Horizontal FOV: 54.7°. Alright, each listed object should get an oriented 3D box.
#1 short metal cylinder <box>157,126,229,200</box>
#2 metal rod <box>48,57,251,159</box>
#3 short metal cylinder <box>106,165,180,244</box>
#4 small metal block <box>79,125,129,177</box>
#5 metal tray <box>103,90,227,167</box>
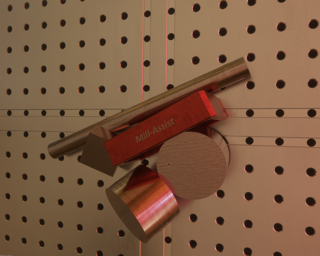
[{"bbox_3d":[0.042,0.040,0.375,0.080,0.050,0.079,2,99,15],"label":"short metal cylinder"},{"bbox_3d":[-0.027,-0.020,0.418,0.300,0.025,0.025,-22,83,18],"label":"metal rod"},{"bbox_3d":[-0.022,0.092,0.380,0.050,0.080,0.080,-35,75,-26],"label":"short metal cylinder"},{"bbox_3d":[-0.075,0.031,0.422,0.050,0.025,0.050,24,115,-1],"label":"small metal block"},{"bbox_3d":[0.009,0.002,0.371,0.130,0.090,0.030,-28,81,18],"label":"metal tray"}]
